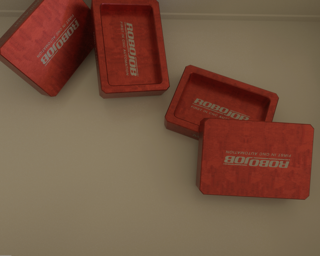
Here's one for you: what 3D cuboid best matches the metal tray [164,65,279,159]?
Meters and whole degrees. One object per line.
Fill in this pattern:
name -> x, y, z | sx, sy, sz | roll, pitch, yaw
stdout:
metal tray -> 0.081, -0.022, 0.416 | 0.131, 0.030, 0.090 | 20, 71, 7

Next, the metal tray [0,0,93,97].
metal tray -> -0.143, -0.119, 0.416 | 0.030, 0.090, 0.130 | 15, 66, 43

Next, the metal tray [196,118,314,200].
metal tray -> 0.113, 0.036, 0.375 | 0.131, 0.030, 0.089 | 4, 91, -2

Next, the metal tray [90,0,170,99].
metal tray -> -0.041, -0.108, 0.419 | 0.091, 0.030, 0.129 | -5, 83, -17
